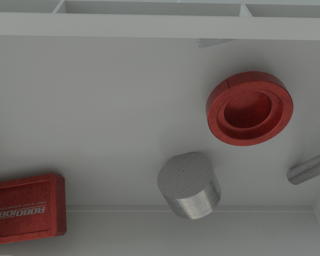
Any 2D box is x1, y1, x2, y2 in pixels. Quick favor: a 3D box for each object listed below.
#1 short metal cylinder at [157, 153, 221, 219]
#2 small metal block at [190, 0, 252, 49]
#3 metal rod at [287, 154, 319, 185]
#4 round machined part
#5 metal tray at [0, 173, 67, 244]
[{"bbox_3d":[0.042,0.082,0.444,0.080,0.080,0.050,-16,129,12],"label":"short metal cylinder"},{"bbox_3d":[0.058,-0.106,0.303,0.050,0.050,0.025,-12,129,10],"label":"small metal block"},{"bbox_3d":[0.239,0.013,0.348,0.025,0.025,0.299,10,153,-9],"label":"metal rod"},{"bbox_3d":[0.105,-0.027,0.377,0.099,0.042,0.097,-1,130,0],"label":"round machined part"},{"bbox_3d":[-0.210,0.124,0.467,0.131,0.090,0.030,-10,162,8],"label":"metal tray"}]
